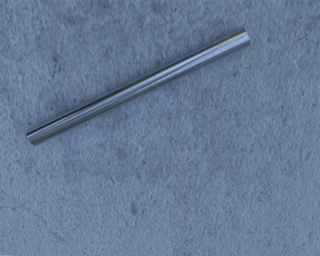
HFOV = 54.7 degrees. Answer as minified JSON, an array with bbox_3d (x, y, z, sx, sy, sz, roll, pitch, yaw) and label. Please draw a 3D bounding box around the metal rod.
[{"bbox_3d":[-0.033,-0.048,0.391,0.301,0.025,0.025,-24,109,8],"label":"metal rod"}]
